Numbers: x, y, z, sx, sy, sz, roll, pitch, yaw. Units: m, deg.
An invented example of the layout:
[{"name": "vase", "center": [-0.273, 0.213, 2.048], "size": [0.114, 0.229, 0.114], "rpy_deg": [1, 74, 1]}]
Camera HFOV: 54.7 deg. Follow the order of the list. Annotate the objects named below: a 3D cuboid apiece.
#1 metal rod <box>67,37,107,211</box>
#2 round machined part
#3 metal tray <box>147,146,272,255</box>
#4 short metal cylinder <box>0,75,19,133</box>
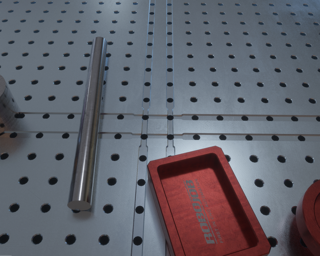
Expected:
[{"name": "metal rod", "center": [-0.095, -0.030, 0.432], "size": [0.025, 0.025, 0.300], "rpy_deg": [-2, 50, -2]}, {"name": "round machined part", "center": [0.188, 0.101, 0.312], "size": [0.099, 0.042, 0.098], "rpy_deg": [0, 50, 0]}, {"name": "metal tray", "center": [0.045, 0.086, 0.331], "size": [0.091, 0.030, 0.130], "rpy_deg": [-12, 51, -10]}, {"name": "short metal cylinder", "center": [-0.240, -0.032, 0.417], "size": [0.080, 0.050, 0.080], "rpy_deg": [0, 50, 0]}]
